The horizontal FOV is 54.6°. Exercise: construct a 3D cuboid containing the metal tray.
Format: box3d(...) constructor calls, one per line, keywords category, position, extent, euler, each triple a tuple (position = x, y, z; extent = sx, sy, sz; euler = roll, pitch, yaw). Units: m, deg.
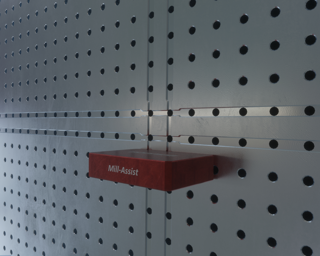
box3d(category="metal tray", position=(-0.012, 0.046, 0.378), extent=(0.130, 0.091, 0.030), euler=(1, 91, 40))
